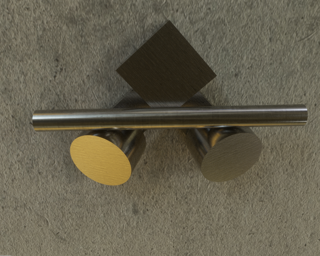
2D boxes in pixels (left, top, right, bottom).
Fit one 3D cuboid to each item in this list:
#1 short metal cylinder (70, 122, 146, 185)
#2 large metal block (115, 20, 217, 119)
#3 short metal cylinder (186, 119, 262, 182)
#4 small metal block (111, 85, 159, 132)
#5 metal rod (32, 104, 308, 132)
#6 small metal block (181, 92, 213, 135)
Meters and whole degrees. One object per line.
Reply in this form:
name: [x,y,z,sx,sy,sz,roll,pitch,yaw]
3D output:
short metal cylinder: [-0.064,0.026,0.391,0.080,0.050,0.079,11,129,14]
large metal block: [0.007,-0.070,0.370,0.080,0.050,0.080,-40,106,13]
short metal cylinder: [0.079,0.022,0.392,0.081,0.050,0.079,-12,130,-14]
small metal block: [-0.030,-0.023,0.402,0.050,0.025,0.050,-42,105,12]
metal rod: [0.011,-0.011,0.352,0.302,0.025,0.025,-1,110,0]
small metal block: [0.042,-0.021,0.403,0.050,0.025,0.050,-41,105,13]
